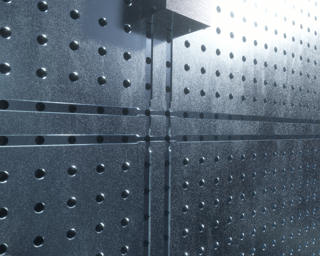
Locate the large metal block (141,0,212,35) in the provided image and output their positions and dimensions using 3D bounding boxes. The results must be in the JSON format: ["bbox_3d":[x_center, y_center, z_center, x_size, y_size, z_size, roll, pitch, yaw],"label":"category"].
[{"bbox_3d":[0.024,-0.179,0.411,0.081,0.050,0.080,4,87,-40],"label":"large metal block"}]
